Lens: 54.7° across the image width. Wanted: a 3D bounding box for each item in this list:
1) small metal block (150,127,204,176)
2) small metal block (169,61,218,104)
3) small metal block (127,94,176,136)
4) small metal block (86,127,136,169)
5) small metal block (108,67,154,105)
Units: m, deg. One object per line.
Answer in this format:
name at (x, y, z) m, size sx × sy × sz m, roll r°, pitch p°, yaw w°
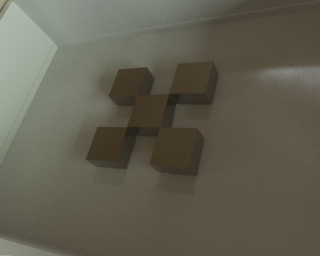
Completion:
small metal block at (0.021, 0.027, 0.375) m, size 0.050 × 0.025 × 0.050 m, roll 2°, pitch 62°, yaw 29°
small metal block at (0.046, -0.060, 0.416) m, size 0.050 × 0.025 × 0.050 m, roll 3°, pitch 63°, yaw 29°
small metal block at (-0.011, -0.017, 0.419) m, size 0.050 × 0.025 × 0.050 m, roll 1°, pitch 62°, yaw 28°
small metal block at (-0.066, 0.026, 0.422) m, size 0.050 × 0.025 × 0.050 m, roll 1°, pitch 62°, yaw 28°
small metal block at (-0.042, -0.062, 0.464) m, size 0.050 × 0.025 × 0.050 m, roll 2°, pitch 62°, yaw 29°
